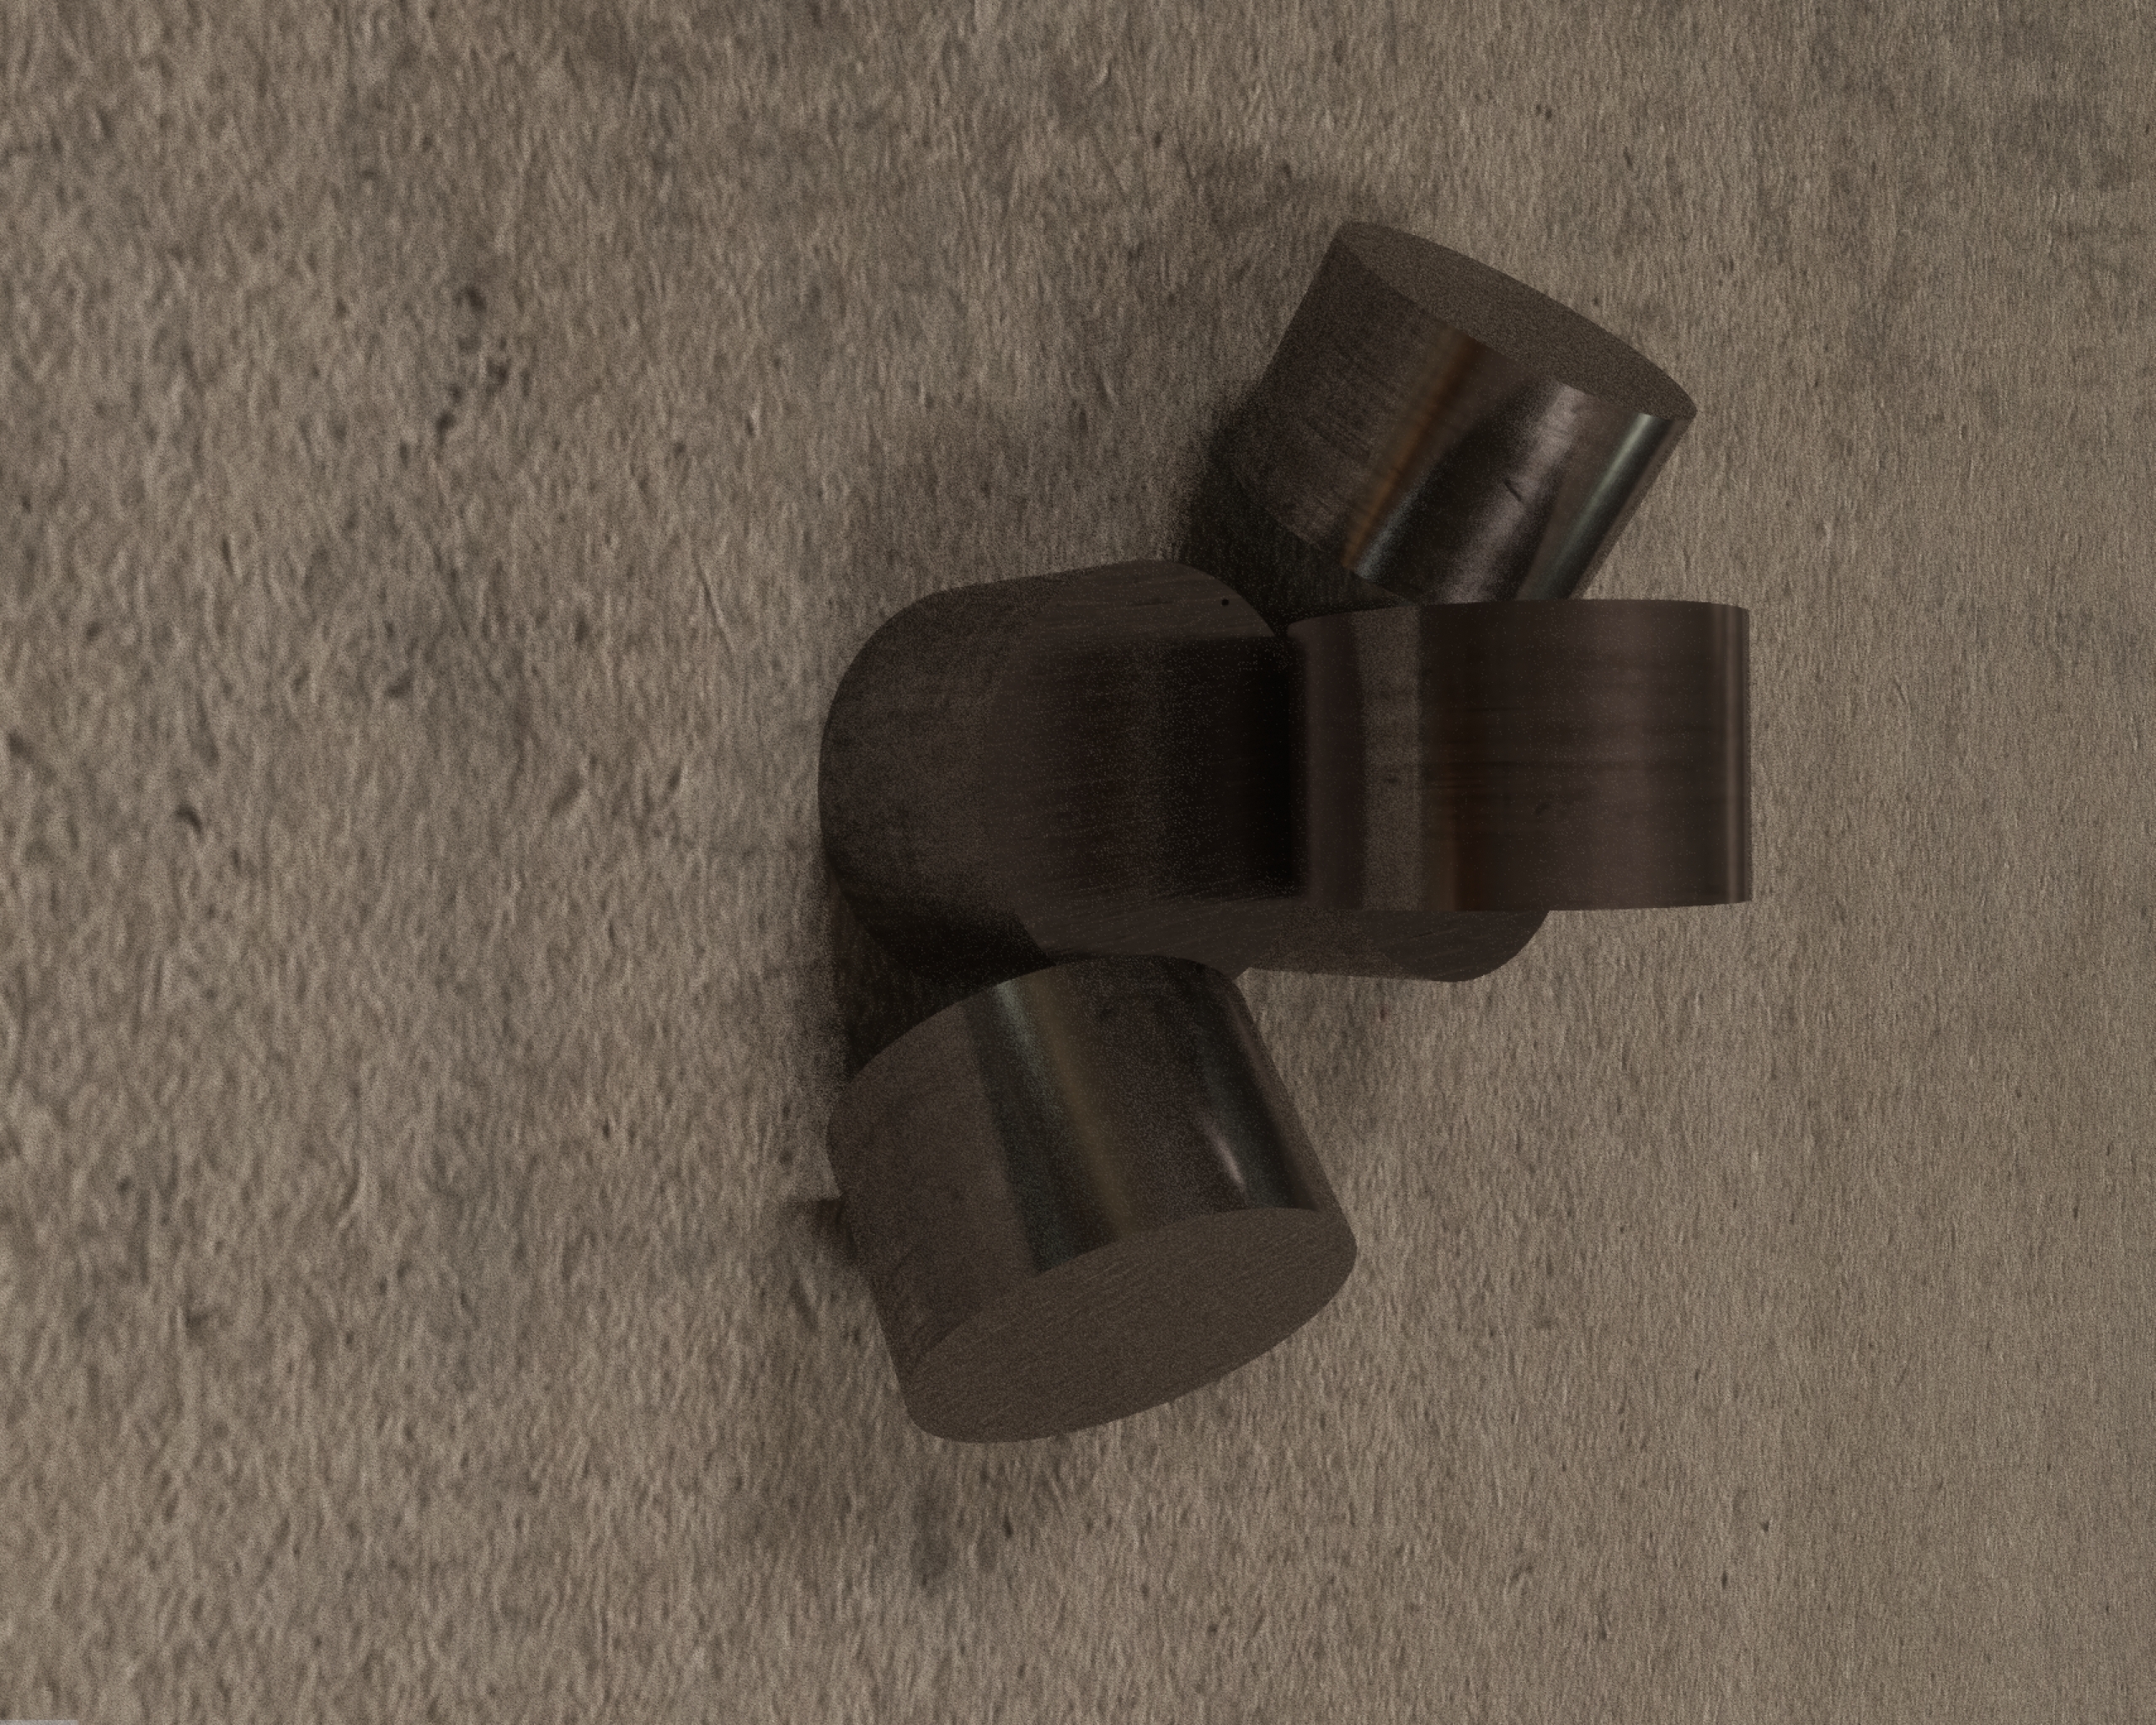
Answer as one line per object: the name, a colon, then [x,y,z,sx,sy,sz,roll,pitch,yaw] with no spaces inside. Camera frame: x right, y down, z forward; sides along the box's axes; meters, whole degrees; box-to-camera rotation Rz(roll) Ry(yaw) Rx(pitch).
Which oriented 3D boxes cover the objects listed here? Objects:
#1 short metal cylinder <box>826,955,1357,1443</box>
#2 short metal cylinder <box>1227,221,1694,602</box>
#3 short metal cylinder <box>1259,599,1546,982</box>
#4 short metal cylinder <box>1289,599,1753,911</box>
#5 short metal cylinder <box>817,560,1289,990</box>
short metal cylinder: [0.002,0.060,0.365,0.081,0.080,0.050,10,45,-40]
short metal cylinder: [0.078,-0.090,0.429,0.081,0.080,0.050,1,128,-40]
short metal cylinder: [0.061,-0.016,0.442,0.081,0.050,0.079,0,90,-40]
short metal cylinder: [0.078,-0.018,0.373,0.081,0.080,0.050,-2,92,-40]
short metal cylinder: [-0.001,-0.014,0.390,0.081,0.050,0.079,0,90,-40]
